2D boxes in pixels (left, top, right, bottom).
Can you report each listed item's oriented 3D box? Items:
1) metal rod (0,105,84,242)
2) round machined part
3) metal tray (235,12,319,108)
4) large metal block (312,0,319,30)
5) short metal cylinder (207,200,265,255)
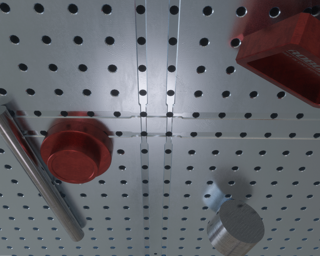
[{"bbox_3d":[-0.181,0.091,0.486,0.025,0.025,0.298,-8,130,6],"label":"metal rod"},{"bbox_3d":[-0.117,0.041,0.434,0.099,0.042,0.097,0,130,0],"label":"round machined part"},{"bbox_3d":[0.157,-0.061,0.320,0.131,0.090,0.030,24,83,-19],"label":"metal tray"},{"bbox_3d":[0.191,-0.132,0.284,0.080,0.050,0.080,-13,129,11],"label":"large metal block"},{"bbox_3d":[0.126,0.168,0.520,0.081,0.080,0.050,14,129,-12],"label":"short metal cylinder"}]
